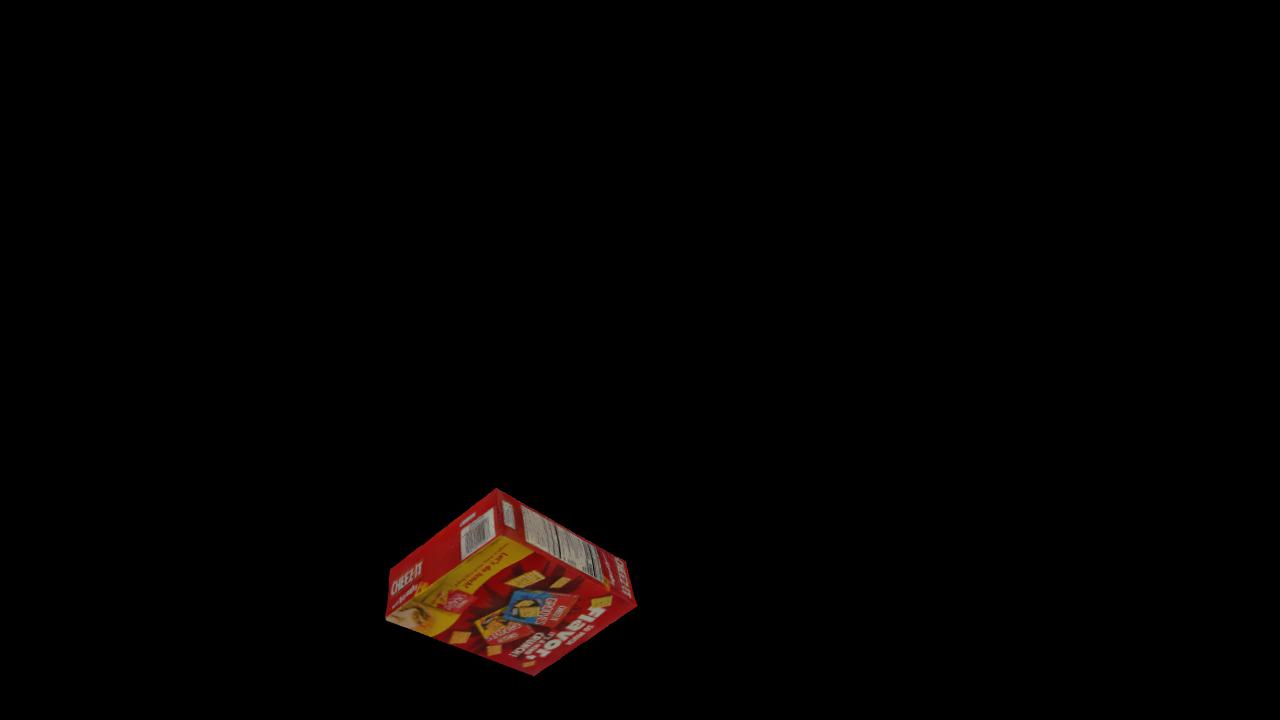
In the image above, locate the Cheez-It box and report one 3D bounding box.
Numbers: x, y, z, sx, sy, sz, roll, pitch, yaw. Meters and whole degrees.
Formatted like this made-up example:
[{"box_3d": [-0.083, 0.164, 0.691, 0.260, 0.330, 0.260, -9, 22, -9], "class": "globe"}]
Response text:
[{"box_3d": [-0.134, 0.252, 0.678, 0.223, 0.166, 0.071, 43, 16, -36], "class": "Cheez-It box"}]
